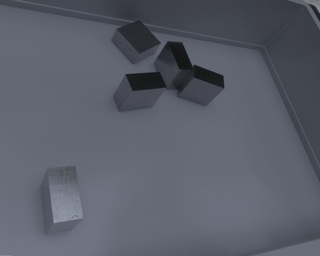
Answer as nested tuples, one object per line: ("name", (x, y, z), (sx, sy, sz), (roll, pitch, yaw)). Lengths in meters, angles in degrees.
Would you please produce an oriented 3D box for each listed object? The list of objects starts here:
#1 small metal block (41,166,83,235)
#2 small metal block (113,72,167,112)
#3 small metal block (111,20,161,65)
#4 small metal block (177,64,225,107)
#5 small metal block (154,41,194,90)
("small metal block", (-0.096, 0.070, 0.296), (0.025, 0.050, 0.050), (-2, 63, -30))
("small metal block", (-0.027, -0.047, 0.405), (0.050, 0.050, 0.025), (-11, 68, -33))
("small metal block", (-0.036, -0.130, 0.467), (0.050, 0.025, 0.050), (48, 51, 5))
("small metal block", (0.060, -0.062, 0.462), (0.050, 0.050, 0.025), (16, 55, -20))
("small metal block", (0.019, -0.091, 0.457), (0.025, 0.050, 0.050), (-5, 65, -31))
